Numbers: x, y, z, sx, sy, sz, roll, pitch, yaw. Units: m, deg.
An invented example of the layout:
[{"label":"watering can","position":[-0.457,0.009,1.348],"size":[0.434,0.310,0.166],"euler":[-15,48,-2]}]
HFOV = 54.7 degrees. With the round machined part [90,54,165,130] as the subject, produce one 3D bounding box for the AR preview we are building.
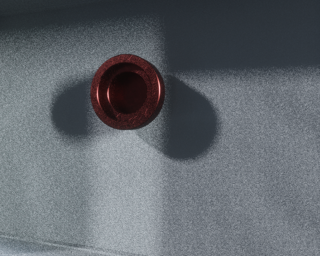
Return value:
[{"label":"round machined part","position":[-0.039,-0.046,0.414],"size":[0.098,0.042,0.097],"euler":[0,90,19]}]
